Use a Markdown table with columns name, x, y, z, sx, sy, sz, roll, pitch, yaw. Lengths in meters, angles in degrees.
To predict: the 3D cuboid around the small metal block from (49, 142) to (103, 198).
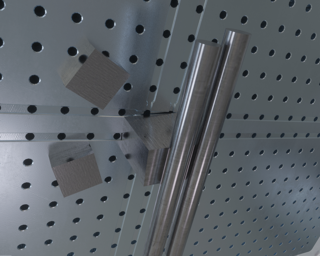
| name | x | y | z | sx | sy | sz | roll | pitch | yaw |
| --- | --- | --- | --- | --- | --- | --- | --- | --- | --- |
| small metal block | -0.104 | 0.052 | 0.387 | 0.050 | 0.025 | 0.050 | -19 | 126 | -17 |

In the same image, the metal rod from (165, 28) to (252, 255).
| name | x | y | z | sx | sy | sz | roll | pitch | yaw |
| --- | --- | --- | --- | --- | --- | --- | --- | --- | --- |
| metal rod | 0.046 | 0.040 | 0.357 | 0.025 | 0.025 | 0.298 | -3 | 120 | -27 |

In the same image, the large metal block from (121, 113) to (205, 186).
| name | x | y | z | sx | sy | sz | roll | pitch | yaw |
| --- | --- | --- | --- | --- | --- | --- | --- | --- | --- |
| large metal block | 0.004 | 0.023 | 0.392 | 0.081 | 0.080 | 0.050 | -6 | 121 | -26 |

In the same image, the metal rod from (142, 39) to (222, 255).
| name | x | y | z | sx | sy | sz | roll | pitch | yaw |
| --- | --- | --- | --- | --- | --- | --- | --- | --- | --- |
| metal rod | 0.015 | 0.053 | 0.348 | 0.025 | 0.025 | 0.298 | -2 | 120 | -28 |

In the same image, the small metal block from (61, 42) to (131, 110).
| name | x | y | z | sx | sy | sz | roll | pitch | yaw |
| --- | --- | --- | --- | --- | --- | --- | --- | --- | --- |
| small metal block | -0.070 | -0.056 | 0.339 | 0.050 | 0.025 | 0.050 | 34 | 99 | -39 |
